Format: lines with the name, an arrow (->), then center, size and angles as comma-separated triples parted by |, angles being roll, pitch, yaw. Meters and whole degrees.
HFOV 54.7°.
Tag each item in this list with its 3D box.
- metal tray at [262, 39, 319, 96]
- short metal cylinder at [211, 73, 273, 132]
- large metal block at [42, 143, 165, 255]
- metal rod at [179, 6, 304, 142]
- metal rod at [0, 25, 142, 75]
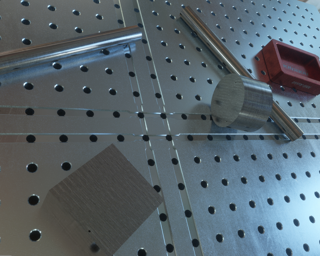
metal tray -> 0.277, -0.123, 0.632 | 0.131, 0.030, 0.090 | 11, 57, -23
short metal cylinder -> 0.120, -0.037, 0.462 | 0.050, 0.080, 0.080 | 10, 58, -24
large metal block -> -0.057, 0.076, 0.316 | 0.080, 0.050, 0.080 | 47, 51, 4
metal rod -> 0.140, -0.099, 0.546 | 0.025, 0.025, 0.300 | -34, 81, -38
metal rod -> -0.144, -0.093, 0.387 | 0.302, 0.025, 0.025 | -26, 77, -37
